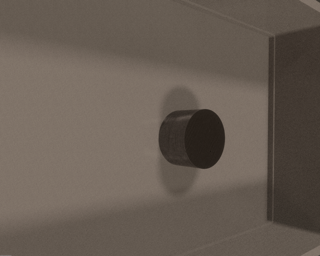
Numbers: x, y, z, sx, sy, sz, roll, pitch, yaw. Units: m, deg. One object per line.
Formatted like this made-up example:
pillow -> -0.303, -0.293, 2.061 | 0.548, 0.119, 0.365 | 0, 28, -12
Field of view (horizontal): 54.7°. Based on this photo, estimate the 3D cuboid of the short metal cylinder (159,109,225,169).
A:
short metal cylinder -> 0.045, 0.014, 0.430 | 0.081, 0.050, 0.079 | 0, 90, -40
